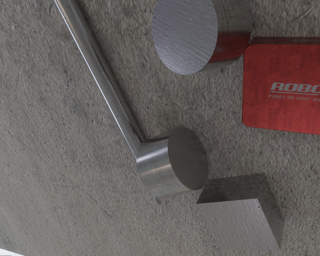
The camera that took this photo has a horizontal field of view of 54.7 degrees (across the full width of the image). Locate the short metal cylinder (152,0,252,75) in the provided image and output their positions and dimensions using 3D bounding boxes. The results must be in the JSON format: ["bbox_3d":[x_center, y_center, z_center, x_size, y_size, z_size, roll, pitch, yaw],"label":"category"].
[{"bbox_3d":[0.038,-0.094,0.294,0.080,0.050,0.079,21,120,43],"label":"short metal cylinder"}]

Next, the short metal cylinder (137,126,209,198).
[{"bbox_3d":[0.017,0.043,0.389,0.050,0.080,0.080,-24,106,36],"label":"short metal cylinder"}]

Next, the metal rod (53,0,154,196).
[{"bbox_3d":[-0.058,-0.033,0.416,0.025,0.025,0.299,-12,112,33],"label":"metal rod"}]

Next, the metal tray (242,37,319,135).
[{"bbox_3d":[0.149,-0.040,0.300,0.130,0.030,0.089,7,122,24],"label":"metal tray"}]

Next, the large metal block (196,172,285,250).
[{"bbox_3d":[0.106,0.110,0.403,0.080,0.050,0.080,-15,111,34],"label":"large metal block"}]
